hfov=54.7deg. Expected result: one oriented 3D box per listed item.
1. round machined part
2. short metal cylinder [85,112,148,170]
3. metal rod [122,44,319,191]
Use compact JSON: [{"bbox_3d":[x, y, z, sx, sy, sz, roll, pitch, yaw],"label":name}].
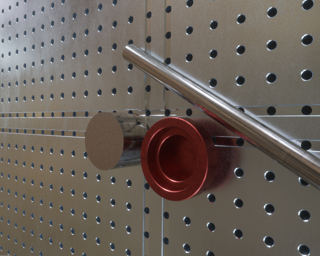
[{"bbox_3d":[0.026,0.036,0.375,0.098,0.042,0.097,0,90,39],"label":"round machined part"},{"bbox_3d":[-0.061,0.018,0.442,0.080,0.050,0.079,0,90,39],"label":"short metal cylinder"},{"bbox_3d":[0.056,-0.030,0.361,0.300,0.025,0.025,38,113,33],"label":"metal rod"}]
